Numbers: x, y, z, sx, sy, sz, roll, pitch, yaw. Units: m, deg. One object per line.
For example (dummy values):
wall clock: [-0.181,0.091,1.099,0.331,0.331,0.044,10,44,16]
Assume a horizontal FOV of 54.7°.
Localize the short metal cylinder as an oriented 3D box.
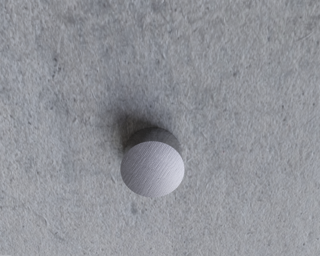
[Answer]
short metal cylinder: [-0.010,0.045,0.413,0.081,0.050,0.079,0,110,-1]
